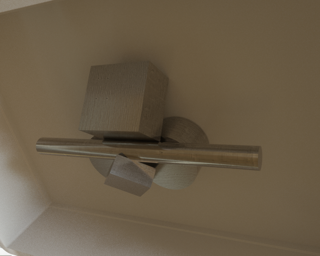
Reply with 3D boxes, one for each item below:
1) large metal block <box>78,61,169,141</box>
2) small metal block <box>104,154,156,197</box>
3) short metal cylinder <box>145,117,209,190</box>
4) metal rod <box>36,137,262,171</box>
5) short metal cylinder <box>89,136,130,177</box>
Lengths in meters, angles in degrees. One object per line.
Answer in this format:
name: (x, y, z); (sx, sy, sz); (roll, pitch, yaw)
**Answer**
large metal block: (-0.041, -0.029, 0.366); (0.080, 0.050, 0.080); (1, 76, 27)
small metal block: (-0.038, 0.060, 0.384); (0.050, 0.025, 0.050); (21, 151, -8)
short metal cylinder: (0.018, 0.032, 0.400); (0.080, 0.050, 0.079); (13, 124, 20)
metal rod: (-0.034, 0.028, 0.376); (0.301, 0.025, 0.025); (1, 119, 27)
short metal cylinder: (-0.054, 0.031, 0.437); (0.080, 0.050, 0.079); (13, 124, 20)
